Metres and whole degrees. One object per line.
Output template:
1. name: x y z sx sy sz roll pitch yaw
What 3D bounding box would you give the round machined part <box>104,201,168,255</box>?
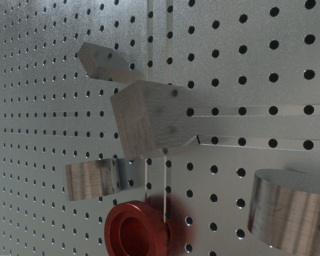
1. round machined part: -0.028 0.147 0.422 0.098 0.042 0.097 0 90 40

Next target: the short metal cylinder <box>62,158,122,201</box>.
1. short metal cylinder: -0.100 0.075 0.457 0.080 0.081 0.050 -15 81 39

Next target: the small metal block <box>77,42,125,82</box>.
1. small metal block: -0.089 -0.099 0.467 0.025 0.050 0.050 -47 62 30

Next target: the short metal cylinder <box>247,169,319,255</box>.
1. short metal cylinder: 0.122 0.071 0.273 0.080 0.081 0.050 12 98 39

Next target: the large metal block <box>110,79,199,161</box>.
1. large metal block: -0.006 -0.008 0.378 0.050 0.081 0.080 -25 74 37
